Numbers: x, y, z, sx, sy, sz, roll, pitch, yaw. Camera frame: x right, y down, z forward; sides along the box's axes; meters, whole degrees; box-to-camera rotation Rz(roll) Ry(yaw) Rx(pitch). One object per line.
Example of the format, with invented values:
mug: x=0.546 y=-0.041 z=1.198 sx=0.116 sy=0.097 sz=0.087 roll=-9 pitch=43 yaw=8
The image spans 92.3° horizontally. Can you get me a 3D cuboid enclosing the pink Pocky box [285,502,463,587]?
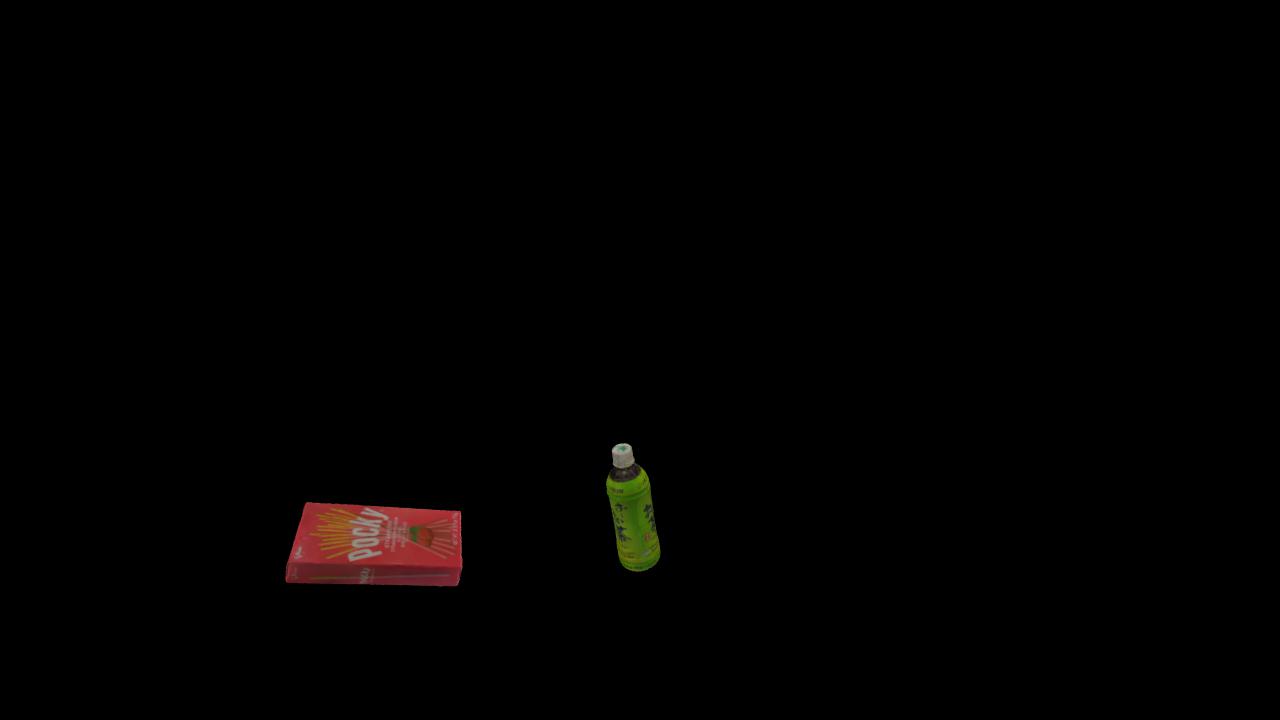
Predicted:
pink Pocky box: x=-0.257 y=0.183 z=0.612 sx=0.155 sy=0.029 sz=0.084 roll=9 pitch=25 yaw=-21

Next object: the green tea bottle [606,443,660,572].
green tea bottle: x=-0.014 y=0.227 z=0.957 sx=0.073 sy=0.212 sz=0.073 roll=-9 pitch=23 yaw=4
